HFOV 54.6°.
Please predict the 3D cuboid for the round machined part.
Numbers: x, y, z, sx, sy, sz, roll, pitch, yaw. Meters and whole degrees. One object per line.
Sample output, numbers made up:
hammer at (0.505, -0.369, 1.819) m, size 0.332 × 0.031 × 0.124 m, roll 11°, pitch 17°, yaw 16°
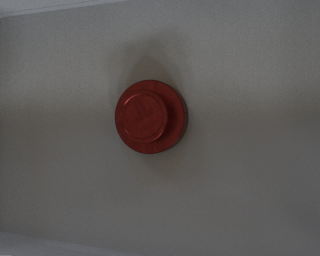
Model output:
round machined part at (-0.016, -0.015, 0.404) m, size 0.098 × 0.042 × 0.097 m, roll 0°, pitch 90°, yaw 20°
